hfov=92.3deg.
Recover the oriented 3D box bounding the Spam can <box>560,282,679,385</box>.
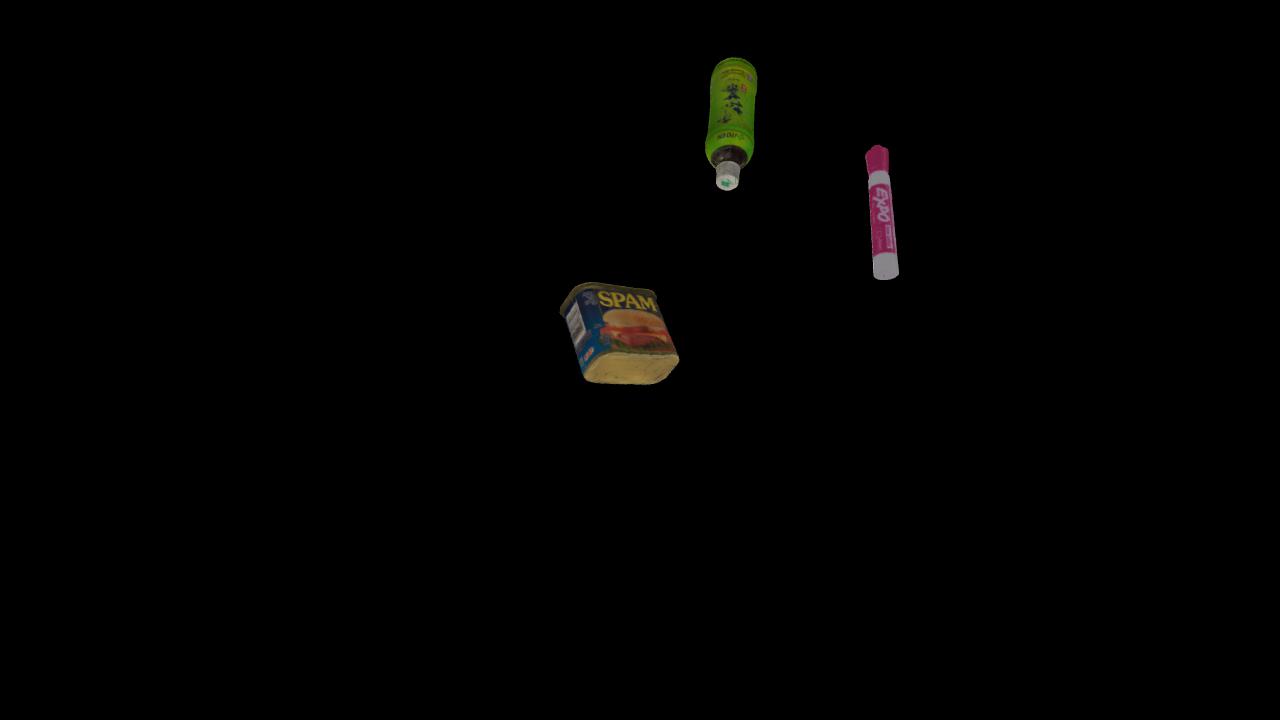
[{"bbox_3d":[-0.020,-0.024,0.613,0.101,0.085,0.058,3,-37,-34],"label":"Spam can"}]

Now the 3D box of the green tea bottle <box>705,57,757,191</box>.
[{"bbox_3d":[0.129,-0.329,0.867,0.073,0.212,0.073,4,-27,2],"label":"green tea bottle"}]

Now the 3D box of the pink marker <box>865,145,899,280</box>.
[{"bbox_3d":[0.197,-0.123,0.502,0.020,0.121,0.020,3,-19,1],"label":"pink marker"}]
